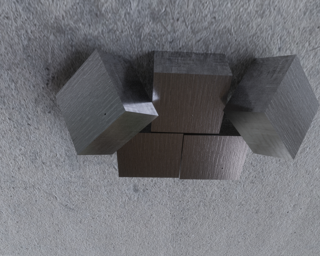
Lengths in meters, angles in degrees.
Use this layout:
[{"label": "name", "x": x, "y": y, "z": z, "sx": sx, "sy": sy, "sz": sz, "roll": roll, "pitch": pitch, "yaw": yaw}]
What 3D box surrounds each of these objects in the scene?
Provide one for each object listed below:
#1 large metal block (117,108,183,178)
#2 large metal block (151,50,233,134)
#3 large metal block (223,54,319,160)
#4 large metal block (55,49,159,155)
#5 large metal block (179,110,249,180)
[{"label": "large metal block", "x": -0.014, "y": 0.020, "z": 0.408, "sx": 0.081, "sy": 0.050, "sz": 0.079, "roll": 1, "pitch": 130, "yaw": -2}, {"label": "large metal block", "x": 0.032, "y": -0.041, "z": 0.358, "sx": 0.081, "sy": 0.050, "sz": 0.079, "roll": 2, "pitch": 130, "yaw": -2}, {"label": "large metal block", "x": 0.127, "y": -0.023, "z": 0.347, "sx": 0.050, "sy": 0.080, "sz": 0.080, "roll": 8, "pitch": 147, "yaw": 51}, {"label": "large metal block", "x": -0.061, "y": -0.025, "z": 0.341, "sx": 0.080, "sy": 0.080, "sz": 0.050, "roll": -39, "pitch": 155, "yaw": 28}, {"label": "large metal block", "x": 0.067, "y": 0.023, "z": 0.411, "sx": 0.081, "sy": 0.050, "sz": 0.079, "roll": 1, "pitch": 130, "yaw": -2}]
